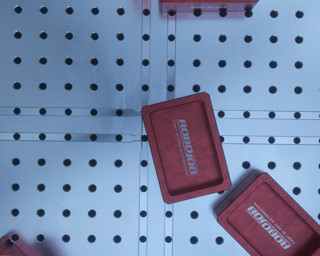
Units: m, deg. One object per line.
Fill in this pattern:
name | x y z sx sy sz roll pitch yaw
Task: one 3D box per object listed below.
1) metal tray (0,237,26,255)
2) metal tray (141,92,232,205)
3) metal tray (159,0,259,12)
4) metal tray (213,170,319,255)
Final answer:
metal tray | -0.227 0.223 0.410 0.130 0.030 0.090 -45 90 0
metal tray | 0.034 0.026 0.411 0.090 0.030 0.129 -14 90 0
metal tray | 0.063 -0.205 0.411 0.131 0.030 0.090 -1 90 0
metal tray | 0.148 0.131 0.411 0.090 0.030 0.130 -45 90 0
